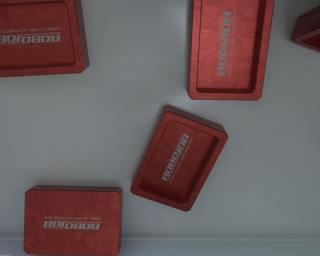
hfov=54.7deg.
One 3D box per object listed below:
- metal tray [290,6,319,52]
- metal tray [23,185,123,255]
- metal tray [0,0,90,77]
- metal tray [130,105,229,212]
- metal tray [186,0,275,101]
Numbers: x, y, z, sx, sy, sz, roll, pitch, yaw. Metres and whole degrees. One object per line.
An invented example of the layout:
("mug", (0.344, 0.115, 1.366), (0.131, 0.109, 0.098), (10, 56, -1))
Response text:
("metal tray", (0.211, -0.103, 0.319), (0.091, 0.130, 0.030), (17, 92, -7))
("metal tray", (-0.121, 0.130, 0.440), (0.131, 0.030, 0.089), (2, 91, -1))
("metal tray", (-0.157, -0.109, 0.366), (0.131, 0.030, 0.089), (-3, 110, 0))
("metal tray", (0.024, 0.044, 0.425), (0.091, 0.030, 0.129), (21, 109, -8))
("metal tray", (0.081, -0.100, 0.372), (0.091, 0.030, 0.129), (1, 110, -1))
